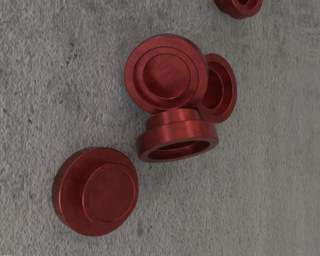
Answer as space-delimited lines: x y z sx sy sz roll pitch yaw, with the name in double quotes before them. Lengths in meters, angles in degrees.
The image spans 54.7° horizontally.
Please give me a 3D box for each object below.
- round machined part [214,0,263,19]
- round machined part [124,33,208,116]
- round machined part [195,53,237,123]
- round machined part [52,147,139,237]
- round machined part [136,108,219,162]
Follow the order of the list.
"round machined part" 0.119 -0.222 0.493 0.099 0.042 0.097 0 90 -40
"round machined part" 0.009 -0.066 0.377 0.098 0.098 0.042 63 20 -21
"round machined part" 0.065 -0.055 0.447 0.099 0.042 0.097 0 90 -41
"round machined part" -0.063 0.070 0.341 0.099 0.042 0.097 0 90 -40
"round machined part" 0.019 0.008 0.378 0.099 0.098 0.042 5 65 -40
